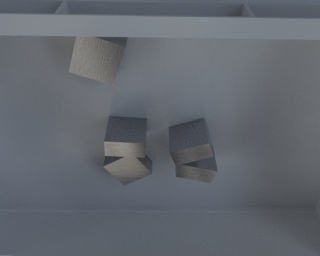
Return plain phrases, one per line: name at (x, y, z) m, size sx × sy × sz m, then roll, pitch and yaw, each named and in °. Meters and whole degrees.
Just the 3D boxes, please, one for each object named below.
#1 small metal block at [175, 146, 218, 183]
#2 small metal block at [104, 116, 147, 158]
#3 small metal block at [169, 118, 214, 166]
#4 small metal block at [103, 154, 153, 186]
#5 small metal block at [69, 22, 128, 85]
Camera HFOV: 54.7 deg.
small metal block at (0.049, 0.046, 0.432) m, size 0.050 × 0.050 × 0.025 m, roll 12°, pitch 129°, yaw -10°
small metal block at (-0.043, 0.011, 0.401) m, size 0.050 × 0.050 × 0.025 m, roll 3°, pitch 130°, yaw -3°
small metal block at (0.040, 0.018, 0.408) m, size 0.050 × 0.050 × 0.025 m, roll -15°, pitch 129°, yaw 12°
small metal block at (-0.046, 0.053, 0.453) m, size 0.050 × 0.025 × 0.050 m, roll -26°, pitch 126°, yaw 20°
small metal block at (-0.068, -0.081, 0.340) m, size 0.050 × 0.025 × 0.050 m, roll 16°, pitch 128°, yaw -13°
